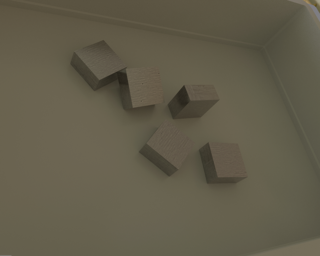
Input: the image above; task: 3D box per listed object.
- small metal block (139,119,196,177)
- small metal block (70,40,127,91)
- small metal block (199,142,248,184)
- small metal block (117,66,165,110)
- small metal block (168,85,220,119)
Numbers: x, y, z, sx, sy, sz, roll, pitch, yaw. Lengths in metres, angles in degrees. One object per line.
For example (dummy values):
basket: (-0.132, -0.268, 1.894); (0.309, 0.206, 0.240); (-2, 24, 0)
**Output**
small metal block: (0.010, 0.025, 0.397); (0.050, 0.025, 0.050); (40, 51, -2)
small metal block: (-0.082, -0.084, 0.414); (0.050, 0.025, 0.050); (49, 51, 6)
small metal block: (0.086, 0.048, 0.425); (0.050, 0.025, 0.050); (4, 60, -27)
small metal block: (-0.025, -0.054, 0.414); (0.050, 0.025, 0.050); (-12, 94, -34)
small metal block: (0.047, -0.037, 0.439); (0.050, 0.050, 0.025); (-5, 65, -31)
